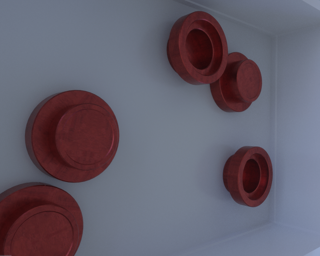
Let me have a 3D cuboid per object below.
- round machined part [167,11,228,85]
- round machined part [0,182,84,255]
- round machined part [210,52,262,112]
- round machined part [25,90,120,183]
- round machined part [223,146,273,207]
[{"bbox_3d":[0.048,-0.109,0.435,0.099,0.042,0.097,0,90,-40],"label":"round machined part"},{"bbox_3d":[-0.118,0.103,0.296,0.099,0.042,0.097,0,90,-40],"label":"round machined part"},{"bbox_3d":[0.129,-0.075,0.503,0.099,0.042,0.097,0,90,-40],"label":"round machined part"},{"bbox_3d":[-0.084,0.009,0.325,0.099,0.042,0.097,0,90,-40],"label":"round machined part"},{"bbox_3d":[0.142,0.079,0.515,0.099,0.042,0.097,0,90,-40],"label":"round machined part"}]
